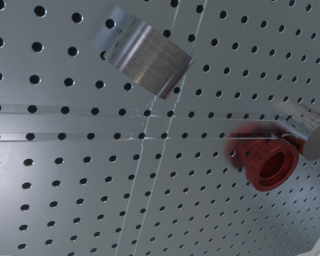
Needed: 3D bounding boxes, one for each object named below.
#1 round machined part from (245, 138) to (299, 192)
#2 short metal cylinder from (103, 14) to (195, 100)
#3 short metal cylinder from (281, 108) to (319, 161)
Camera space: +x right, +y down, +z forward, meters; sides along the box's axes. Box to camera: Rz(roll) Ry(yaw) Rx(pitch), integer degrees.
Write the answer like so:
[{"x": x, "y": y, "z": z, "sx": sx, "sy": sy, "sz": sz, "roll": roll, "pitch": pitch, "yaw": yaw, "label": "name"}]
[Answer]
[{"x": 0.189, "y": 0.060, "z": 0.540, "sx": 0.099, "sy": 0.042, "sz": 0.097, "roll": -14, "pitch": 124, "yaw": -21, "label": "round machined part"}, {"x": -0.011, "y": -0.073, "z": 0.324, "sx": 0.080, "sy": 0.080, "sz": 0.050, "roll": 28, "pitch": 103, "yaw": -38, "label": "short metal cylinder"}, {"x": 0.264, "y": 0.011, "z": 0.546, "sx": 0.081, "sy": 0.050, "sz": 0.079, "roll": -14, "pitch": 124, "yaw": -21, "label": "short metal cylinder"}]
